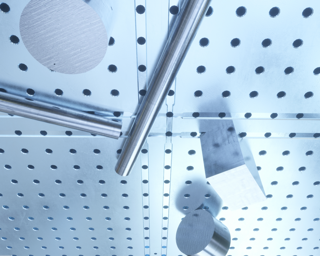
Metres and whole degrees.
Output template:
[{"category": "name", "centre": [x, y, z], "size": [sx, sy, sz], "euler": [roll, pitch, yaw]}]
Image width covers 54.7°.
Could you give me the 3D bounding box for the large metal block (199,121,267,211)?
[{"category": "large metal block", "centre": [0.098, 0.052, 0.421], "size": [0.050, 0.080, 0.080], "euler": [-25, 126, 19]}]

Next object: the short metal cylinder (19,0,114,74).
[{"category": "short metal cylinder", "centre": [-0.089, -0.101, 0.308], "size": [0.081, 0.050, 0.079], "euler": [0, 130, 0]}]

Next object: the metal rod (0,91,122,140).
[{"category": "metal rod", "centre": [-0.196, -0.033, 0.381], "size": [0.302, 0.025, 0.025], "euler": [14, 129, -12]}]

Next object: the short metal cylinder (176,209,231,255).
[{"category": "short metal cylinder", "centre": [0.075, 0.190, 0.538], "size": [0.080, 0.080, 0.050], "euler": [-33, 123, 24]}]

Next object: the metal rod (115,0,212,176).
[{"category": "metal rod", "centre": [-0.003, -0.044, 0.373], "size": [0.025, 0.025, 0.298], "euler": [16, 128, -13]}]
